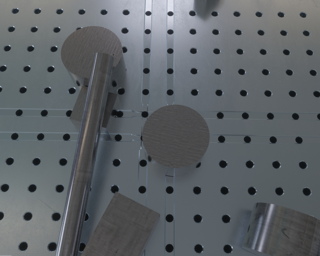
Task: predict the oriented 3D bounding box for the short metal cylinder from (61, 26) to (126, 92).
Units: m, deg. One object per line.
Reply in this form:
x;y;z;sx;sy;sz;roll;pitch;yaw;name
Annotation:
-0.090;-0.093;0.432;0.081;0.050;0.080;0;70;0;short metal cylinder

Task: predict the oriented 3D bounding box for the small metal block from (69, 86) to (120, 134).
-0.087;-0.024;0.420;0.050;0.025;0.050;14;71;5;small metal block

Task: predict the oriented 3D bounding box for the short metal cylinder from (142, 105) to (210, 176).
0.019;0.017;0.392;0.081;0.050;0.080;0;70;0;short metal cylinder

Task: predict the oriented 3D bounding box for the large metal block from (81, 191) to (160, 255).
-0.040;0.122;0.337;0.050;0.080;0.080;25;72;9;large metal block

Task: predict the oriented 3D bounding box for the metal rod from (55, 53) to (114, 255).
-0.092;0.057;0.362;0.025;0.025;0.299;8;81;3;metal rod

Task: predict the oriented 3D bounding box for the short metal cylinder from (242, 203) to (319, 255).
0.136;0.121;0.339;0.080;0.080;0.050;21;72;7;short metal cylinder
